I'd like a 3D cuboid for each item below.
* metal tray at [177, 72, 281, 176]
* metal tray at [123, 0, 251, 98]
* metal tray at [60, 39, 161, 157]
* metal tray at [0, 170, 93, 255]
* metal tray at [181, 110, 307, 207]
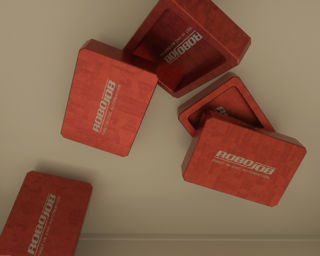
[{"bbox_3d":[0.095,0.004,0.411,0.090,0.030,0.130,-35,107,11],"label":"metal tray"},{"bbox_3d":[0.020,-0.085,0.329,0.090,0.130,0.030,38,67,-13],"label":"metal tray"},{"bbox_3d":[-0.063,-0.031,0.379,0.091,0.030,0.129,19,124,-8],"label":"metal tray"},{"bbox_3d":[-0.149,0.129,0.406,0.091,0.130,0.030,14,148,-5],"label":"metal tray"},{"bbox_3d":[0.103,0.040,0.392,0.131,0.030,0.089,18,109,-7],"label":"metal tray"}]
